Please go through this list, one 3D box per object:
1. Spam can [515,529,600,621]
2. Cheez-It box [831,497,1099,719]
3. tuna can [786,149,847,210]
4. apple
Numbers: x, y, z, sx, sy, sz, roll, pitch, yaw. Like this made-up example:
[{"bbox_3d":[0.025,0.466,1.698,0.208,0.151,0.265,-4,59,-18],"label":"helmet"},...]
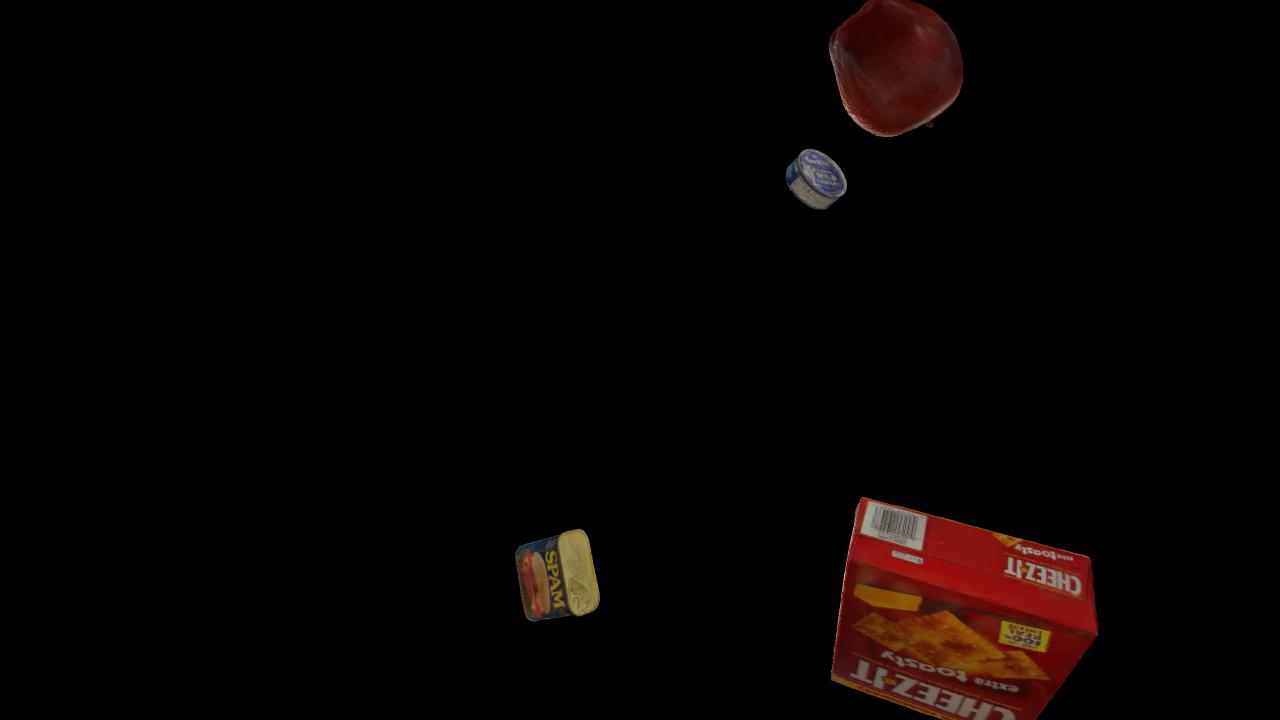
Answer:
[{"bbox_3d":[-0.107,0.276,0.785,0.085,0.101,0.058,-23,-19,32],"label":"Spam can"},{"bbox_3d":[0.258,0.229,0.528,0.166,0.223,0.071,11,45,24],"label":"Cheez-It box"},{"bbox_3d":[0.248,-0.254,0.869,0.084,0.084,0.034,0,-25,-29],"label":"tuna can"},{"bbox_3d":[0.173,-0.197,0.417,0.079,0.093,0.079,-39,11,9],"label":"apple"}]
